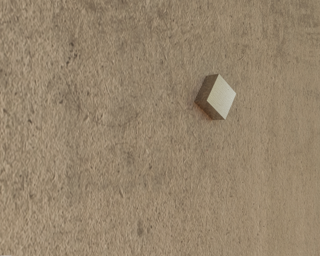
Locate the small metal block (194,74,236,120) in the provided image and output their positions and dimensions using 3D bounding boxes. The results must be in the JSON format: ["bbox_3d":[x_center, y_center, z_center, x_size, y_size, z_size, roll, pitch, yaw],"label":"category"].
[{"bbox_3d":[0.086,-0.047,0.477,0.050,0.025,0.050,40,66,-33],"label":"small metal block"}]
